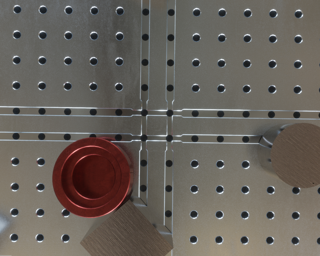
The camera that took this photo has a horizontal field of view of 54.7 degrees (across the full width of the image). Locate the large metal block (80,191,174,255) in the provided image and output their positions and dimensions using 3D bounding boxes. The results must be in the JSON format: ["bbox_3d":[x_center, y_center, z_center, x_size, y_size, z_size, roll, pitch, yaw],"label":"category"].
[{"bbox_3d":[-0.040,0.143,0.401,0.080,0.050,0.080,-42,90,0],"label":"large metal block"}]

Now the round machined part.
[{"bbox_3d":[-0.082,0.062,0.399,0.099,0.042,0.097,-1,83,6],"label":"round machined part"}]

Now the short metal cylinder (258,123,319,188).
[{"bbox_3d":[0.175,0.033,0.402,0.081,0.050,0.080,0,90,0],"label":"short metal cylinder"}]
